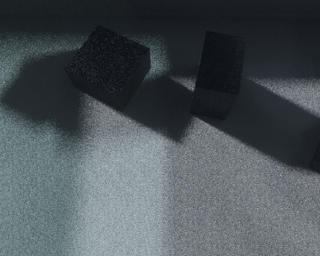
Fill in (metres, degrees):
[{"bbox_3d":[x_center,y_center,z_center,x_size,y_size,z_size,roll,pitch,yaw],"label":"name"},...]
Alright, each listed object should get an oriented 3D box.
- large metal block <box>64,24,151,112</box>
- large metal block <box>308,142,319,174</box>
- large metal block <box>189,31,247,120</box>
[{"bbox_3d":[-0.068,-0.082,0.426,0.080,0.050,0.080,27,72,9],"label":"large metal block"},{"bbox_3d":[0.236,0.018,0.375,0.050,0.080,0.080,29,73,10],"label":"large metal block"},{"bbox_3d":[0.074,-0.065,0.405,0.050,0.080,0.080,11,71,4],"label":"large metal block"}]
